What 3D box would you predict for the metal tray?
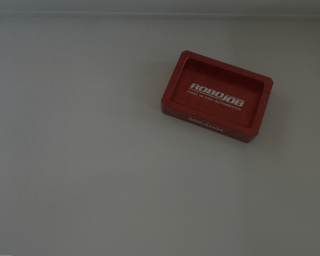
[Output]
[{"bbox_3d":[0.077,-0.044,0.423,0.130,0.030,0.090,20,71,7],"label":"metal tray"}]
